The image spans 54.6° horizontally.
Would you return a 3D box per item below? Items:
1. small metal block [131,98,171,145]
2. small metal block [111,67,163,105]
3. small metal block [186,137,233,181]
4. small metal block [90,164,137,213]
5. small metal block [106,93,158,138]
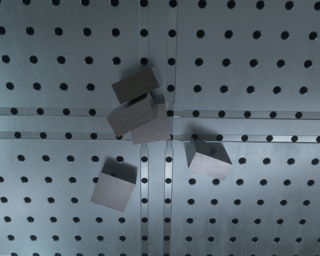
[{"bbox_3d":[-0.014,-0.009,0.410,0.050,0.025,0.050,-8,110,3],"label":"small metal block"},{"bbox_3d":[-0.026,-0.053,0.378,0.050,0.050,0.025,-23,98,8],"label":"small metal block"},{"bbox_3d":[0.064,0.040,0.415,0.050,0.050,0.025,20,109,-7],"label":"small metal block"},{"bbox_3d":[-0.066,0.087,0.445,0.050,0.025,0.050,21,109,-8],"label":"small metal block"},{"bbox_3d":[-0.031,-0.017,0.367,0.050,0.050,0.025,-27,103,7],"label":"small metal block"}]
